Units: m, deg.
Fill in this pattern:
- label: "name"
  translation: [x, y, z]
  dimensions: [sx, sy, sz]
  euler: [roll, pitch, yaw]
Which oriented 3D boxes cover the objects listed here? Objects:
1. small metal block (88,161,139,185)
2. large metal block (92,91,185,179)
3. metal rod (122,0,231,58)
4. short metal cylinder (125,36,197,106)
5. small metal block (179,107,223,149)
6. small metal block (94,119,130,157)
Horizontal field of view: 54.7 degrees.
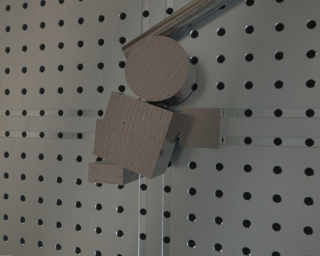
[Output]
- label: "small metal block"
  translation: [-0.061, 0.059, 0.420]
  dimensions: [0.050, 0.050, 0.025]
  euler: [1, 91, 19]
- label: "large metal block"
  translation: [-0.025, 0.007, 0.381]
  dimensions: [0.080, 0.050, 0.080]
  euler: [20, 97, 18]
- label: "metal rod"
  translation: [0.081, -0.169, 0.383]
  dimensions: [0.300, 0.025, 0.025]
  euler: [-28, 81, 17]
- label: "short metal cylinder"
  translation: [0.002, -0.070, 0.395]
  dimensions: [0.080, 0.050, 0.080]
  euler: [-1, 87, 17]
- label: "small metal block"
  translation: [0.053, 0.000, 0.393]
  dimensions: [0.050, 0.025, 0.050]
  euler: [2, 91, 19]
- label: "small metal block"
  translation: [-0.062, 0.015, 0.433]
  dimensions: [0.050, 0.025, 0.050]
  euler: [6, 92, 19]
